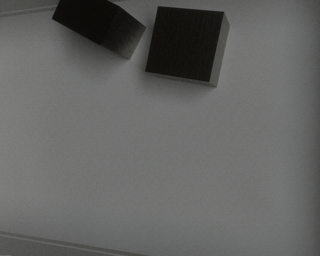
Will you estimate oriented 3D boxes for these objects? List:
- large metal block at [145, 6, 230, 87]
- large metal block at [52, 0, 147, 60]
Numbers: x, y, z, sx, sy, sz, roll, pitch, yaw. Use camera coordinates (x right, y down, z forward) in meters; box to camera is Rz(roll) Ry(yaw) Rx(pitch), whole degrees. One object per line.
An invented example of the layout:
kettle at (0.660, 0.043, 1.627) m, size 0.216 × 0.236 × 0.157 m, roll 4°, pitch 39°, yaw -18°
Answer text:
large metal block at (0.035, -0.099, 0.385) m, size 0.080 × 0.050 × 0.080 m, roll 13°, pitch 94°, yaw 19°
large metal block at (-0.077, -0.138, 0.408) m, size 0.080 × 0.080 × 0.050 m, roll 31°, pitch 100°, yaw 17°
